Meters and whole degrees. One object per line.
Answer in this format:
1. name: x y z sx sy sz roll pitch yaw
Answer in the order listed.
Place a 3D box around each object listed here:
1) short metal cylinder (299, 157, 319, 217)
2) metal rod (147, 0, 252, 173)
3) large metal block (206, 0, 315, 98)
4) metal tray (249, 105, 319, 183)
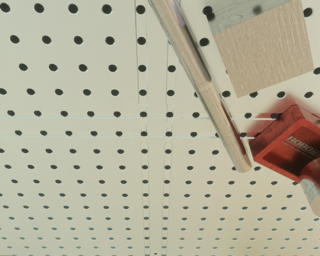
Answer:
1. short metal cylinder: 0.242 0.081 0.427 0.081 0.050 0.079 0 130 0
2. metal rod: 0.057 -0.045 0.373 0.025 0.025 0.299 -21 127 17
3. large metal block: 0.103 -0.089 0.320 0.080 0.050 0.080 -20 127 16
4. metal tray: 0.206 0.032 0.437 0.131 0.030 0.090 26 126 -21
